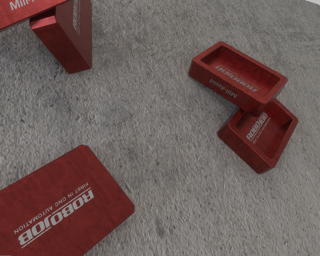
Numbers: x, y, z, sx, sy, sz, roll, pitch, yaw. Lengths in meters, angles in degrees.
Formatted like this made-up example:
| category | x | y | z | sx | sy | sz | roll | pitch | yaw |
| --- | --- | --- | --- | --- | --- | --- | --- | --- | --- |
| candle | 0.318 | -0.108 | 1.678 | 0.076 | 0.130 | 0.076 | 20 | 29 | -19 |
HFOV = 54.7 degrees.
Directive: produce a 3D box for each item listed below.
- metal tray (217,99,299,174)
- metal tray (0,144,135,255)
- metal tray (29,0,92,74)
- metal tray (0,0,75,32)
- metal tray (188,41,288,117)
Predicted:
| category | x | y | z | sx | sy | sz | roll | pitch | yaw |
| --- | --- | --- | --- | --- | --- | --- | --- | --- | --- |
| metal tray | 0.157 | -0.002 | 0.485 | 0.090 | 0.030 | 0.131 | 44 | 51 | 2 |
| metal tray | -0.100 | 0.084 | 0.295 | 0.131 | 0.030 | 0.090 | -33 | 80 | -38 |
| metal tray | -0.118 | -0.145 | 0.387 | 0.030 | 0.090 | 0.130 | -12 | 61 | 9 |
| metal tray | -0.140 | -0.140 | 0.342 | 0.131 | 0.090 | 0.030 | -29 | 115 | -12 |
| metal tray | 0.122 | -0.081 | 0.489 | 0.130 | 0.030 | 0.091 | 36 | 50 | 19 |
